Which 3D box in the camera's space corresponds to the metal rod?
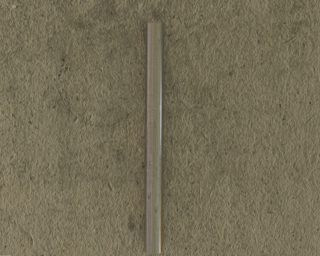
[{"bbox_3d":[-0.008,0.014,0.411,0.025,0.025,0.298,0,90,-1],"label":"metal rod"}]
